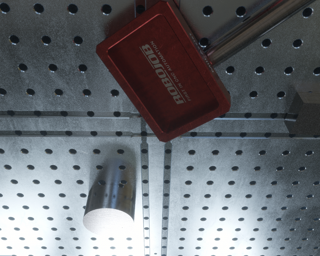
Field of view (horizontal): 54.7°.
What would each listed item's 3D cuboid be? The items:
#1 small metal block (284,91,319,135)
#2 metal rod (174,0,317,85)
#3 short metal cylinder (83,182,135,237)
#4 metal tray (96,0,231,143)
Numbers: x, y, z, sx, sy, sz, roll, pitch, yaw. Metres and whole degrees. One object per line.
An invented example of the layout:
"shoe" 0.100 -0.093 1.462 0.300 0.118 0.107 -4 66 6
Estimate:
"small metal block" 0.196 -0.018 0.398 0.050 0.025 0.050 3 130 -3
"metal rod" 0.138 -0.130 0.302 0.300 0.025 0.025 -32 123 24
"short metal cylinder" -0.081 0.134 0.509 0.081 0.050 0.079 0 130 0
"metal tray" 0.006 -0.057 0.333 0.090 0.030 0.130 -28 108 23
